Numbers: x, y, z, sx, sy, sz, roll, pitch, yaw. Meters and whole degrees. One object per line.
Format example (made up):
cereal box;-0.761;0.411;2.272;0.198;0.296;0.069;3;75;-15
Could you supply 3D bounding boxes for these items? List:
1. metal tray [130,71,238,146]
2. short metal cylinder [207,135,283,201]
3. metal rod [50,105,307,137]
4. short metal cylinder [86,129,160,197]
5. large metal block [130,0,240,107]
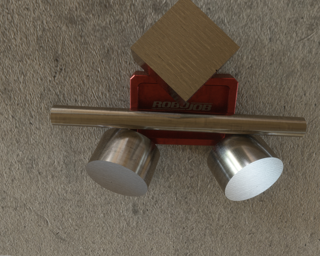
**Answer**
metal tray;0.028;-0.025;0.400;0.131;0.030;0.089;2;110;-1
short metal cylinder;0.108;0.049;0.399;0.081;0.050;0.079;-14;135;-14
metal rod;0.023;-0.008;0.376;0.302;0.025;0.025;3;110;-2
short metal cylinder;-0.046;0.045;0.394;0.080;0.050;0.080;13;143;11
large metal block;0.026;-0.082;0.345;0.080;0.050;0.080;45;87;2
